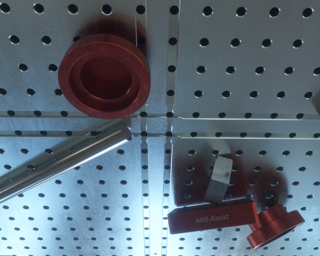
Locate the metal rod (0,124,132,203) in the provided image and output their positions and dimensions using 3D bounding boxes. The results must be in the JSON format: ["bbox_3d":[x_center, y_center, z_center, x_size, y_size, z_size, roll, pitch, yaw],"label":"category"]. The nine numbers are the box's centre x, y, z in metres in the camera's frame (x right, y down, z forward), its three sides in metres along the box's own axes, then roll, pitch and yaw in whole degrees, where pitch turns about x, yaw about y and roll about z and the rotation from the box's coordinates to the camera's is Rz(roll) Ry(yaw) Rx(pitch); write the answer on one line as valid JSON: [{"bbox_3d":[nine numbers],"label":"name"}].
[{"bbox_3d":[-0.172,0.067,0.466,0.300,0.025,0.025,-26,126,20],"label":"metal rod"}]

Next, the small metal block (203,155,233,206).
[{"bbox_3d":[0.086,0.078,0.459,0.025,0.050,0.050,17,130,8],"label":"small metal block"}]

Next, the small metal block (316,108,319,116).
[{"bbox_3d":[0.241,-0.022,0.395,0.050,0.025,0.050,24,126,-19],"label":"small metal block"}]

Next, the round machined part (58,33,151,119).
[{"bbox_3d":[-0.059,-0.060,0.348,0.099,0.042,0.097,0,130,0],"label":"round machined part"}]

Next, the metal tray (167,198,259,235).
[{"bbox_3d":[0.084,0.139,0.493,0.131,0.030,0.090,-11,169,9],"label":"metal tray"}]

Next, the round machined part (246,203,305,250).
[{"bbox_3d":[0.188,0.163,0.524,0.099,0.042,0.098,-21,150,-13],"label":"round machined part"}]
